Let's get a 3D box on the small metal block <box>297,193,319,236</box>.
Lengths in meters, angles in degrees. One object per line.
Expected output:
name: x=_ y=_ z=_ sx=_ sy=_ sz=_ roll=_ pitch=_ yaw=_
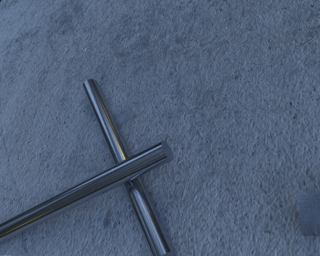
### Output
small metal block: x=0.148 y=0.074 z=0.265 sx=0.050 sy=0.050 sz=0.025 roll=-9 pitch=58 yaw=23

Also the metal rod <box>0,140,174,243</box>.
metal rod: x=-0.118 y=0.091 z=0.386 sx=0.300 sy=0.025 sz=0.025 roll=-28 pitch=52 yaw=18

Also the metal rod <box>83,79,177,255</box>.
metal rod: x=-0.054 y=0.032 z=0.410 sx=0.025 sy=0.025 sz=0.300 roll=-34 pitch=52 yaw=5
